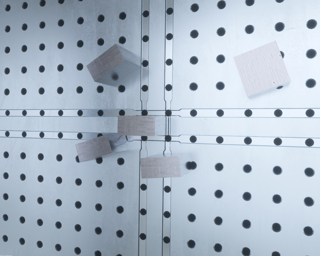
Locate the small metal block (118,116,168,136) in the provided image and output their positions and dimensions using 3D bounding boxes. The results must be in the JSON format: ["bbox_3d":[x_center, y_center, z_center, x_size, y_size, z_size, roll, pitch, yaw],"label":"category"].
[{"bbox_3d":[-0.021,-0.003,0.406,0.050,0.050,0.025,1,91,19],"label":"small metal block"}]

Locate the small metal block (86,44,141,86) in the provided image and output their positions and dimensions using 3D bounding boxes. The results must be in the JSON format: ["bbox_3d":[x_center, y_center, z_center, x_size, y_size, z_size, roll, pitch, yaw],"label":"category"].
[{"bbox_3d":[-0.062,-0.083,0.420,0.050,0.050,0.025,-32,80,17],"label":"small metal block"}]

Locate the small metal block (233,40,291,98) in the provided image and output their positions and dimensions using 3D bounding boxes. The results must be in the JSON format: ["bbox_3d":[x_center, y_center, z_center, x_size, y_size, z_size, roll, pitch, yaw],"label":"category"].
[{"bbox_3d":[0.121,-0.069,0.370,0.050,0.025,0.050,-20,84,18],"label":"small metal block"}]

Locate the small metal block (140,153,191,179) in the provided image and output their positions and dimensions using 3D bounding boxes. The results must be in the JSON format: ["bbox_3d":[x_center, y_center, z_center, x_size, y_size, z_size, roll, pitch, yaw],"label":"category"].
[{"bbox_3d":[0.009,0.047,0.396,0.050,0.050,0.025,-5,88,19],"label":"small metal block"}]

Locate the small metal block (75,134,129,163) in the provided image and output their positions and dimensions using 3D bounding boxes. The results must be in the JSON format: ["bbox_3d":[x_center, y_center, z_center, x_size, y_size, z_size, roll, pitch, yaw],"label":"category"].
[{"bbox_3d":[-0.078,0.027,0.426,0.050,0.050,0.025,-17,85,19],"label":"small metal block"}]
